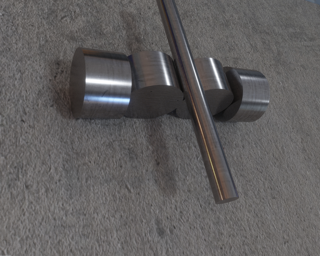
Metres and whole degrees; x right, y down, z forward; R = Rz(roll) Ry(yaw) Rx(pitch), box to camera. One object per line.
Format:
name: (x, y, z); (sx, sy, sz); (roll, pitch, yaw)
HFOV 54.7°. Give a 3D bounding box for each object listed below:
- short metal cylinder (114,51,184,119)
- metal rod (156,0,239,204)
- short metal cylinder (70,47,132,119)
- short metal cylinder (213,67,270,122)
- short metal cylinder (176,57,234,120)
short metal cylinder: (-0.015, -0.052, 0.394); (0.081, 0.080, 0.050); (1, 62, -28)
metal rod: (0.038, -0.057, 0.381); (0.025, 0.025, 0.299); (1, 61, -28)
short metal cylinder: (-0.072, -0.051, 0.362); (0.050, 0.080, 0.080); (1, 62, -28)
short metal cylinder: (0.115, -0.049, 0.461); (0.050, 0.080, 0.080); (1, 62, -28)
short metal cylinder: (0.056, -0.053, 0.431); (0.081, 0.080, 0.050); (1, 62, -28)
